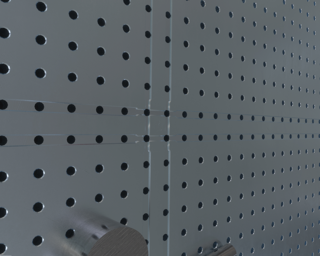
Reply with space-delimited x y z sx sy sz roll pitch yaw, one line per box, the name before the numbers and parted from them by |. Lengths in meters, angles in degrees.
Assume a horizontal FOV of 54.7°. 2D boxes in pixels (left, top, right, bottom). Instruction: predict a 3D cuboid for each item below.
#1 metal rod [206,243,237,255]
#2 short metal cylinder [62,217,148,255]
metal rod | 0.000 0.220 0.409 0.302 0.025 0.025 -10 96 -40
short metal cylinder | -0.060 0.144 0.343 0.081 0.050 0.080 0 90 -40
